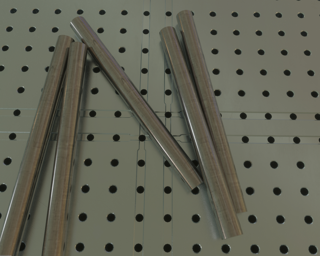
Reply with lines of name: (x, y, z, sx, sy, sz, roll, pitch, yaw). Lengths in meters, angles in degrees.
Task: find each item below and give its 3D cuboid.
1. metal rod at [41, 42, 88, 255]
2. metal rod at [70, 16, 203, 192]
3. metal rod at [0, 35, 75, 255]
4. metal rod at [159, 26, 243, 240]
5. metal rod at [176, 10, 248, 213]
metal rod: (-0.120, 0.026, 0.396, 0.025, 0.025, 0.299, 1, 72, 0)
metal rod: (-0.038, -0.043, 0.426, 0.025, 0.025, 0.299, -33, 74, -12)
metal rod: (-0.157, 0.009, 0.406, 0.025, 0.025, 0.299, 7, 70, 2)
metal rod: (0.046, -0.011, 0.405, 0.025, 0.025, 0.299, -13, 66, -5)
metal rod: (0.065, -0.034, 0.425, 0.025, 0.025, 0.299, -10, 70, -4)
